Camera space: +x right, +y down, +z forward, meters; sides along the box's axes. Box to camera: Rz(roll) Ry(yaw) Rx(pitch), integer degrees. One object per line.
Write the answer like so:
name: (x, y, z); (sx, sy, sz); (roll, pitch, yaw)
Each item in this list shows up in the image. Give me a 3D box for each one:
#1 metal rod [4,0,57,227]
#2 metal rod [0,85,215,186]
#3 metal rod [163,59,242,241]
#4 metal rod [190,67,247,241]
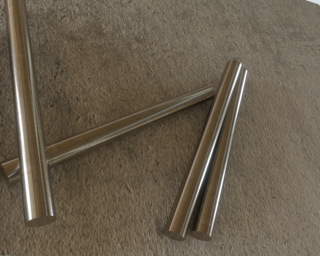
metal rod: (-0.144, -0.045, 0.331); (0.025, 0.025, 0.299); (-2, 56, -29)
metal rod: (-0.037, -0.005, 0.386); (0.302, 0.025, 0.025); (-24, 75, -36)
metal rod: (0.069, 0.007, 0.426); (0.025, 0.025, 0.301); (32, 55, -8)
metal rod: (0.092, 0.013, 0.444); (0.025, 0.025, 0.300); (30, 52, -9)
